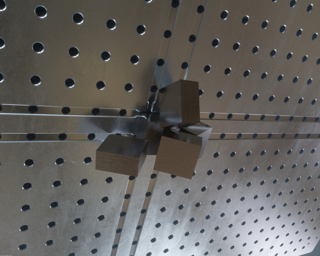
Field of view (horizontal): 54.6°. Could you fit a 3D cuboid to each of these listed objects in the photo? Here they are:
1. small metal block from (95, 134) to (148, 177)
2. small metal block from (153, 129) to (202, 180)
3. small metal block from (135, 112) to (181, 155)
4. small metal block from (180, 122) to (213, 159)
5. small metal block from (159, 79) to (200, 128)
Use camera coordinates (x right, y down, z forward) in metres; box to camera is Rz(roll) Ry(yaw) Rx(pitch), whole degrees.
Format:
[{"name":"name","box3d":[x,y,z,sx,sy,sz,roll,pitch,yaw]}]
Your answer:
[{"name":"small metal block","box3d":[-0.045,0.032,0.376,0.050,0.050,0.025,9,113,6]},{"name":"small metal block","box3d":[0.023,0.032,0.395,0.050,0.025,0.050,14,115,1]},{"name":"small metal block","box3d":[-0.003,0.009,0.414,0.050,0.025,0.050,2,117,-29]},{"name":"small metal block","box3d":[0.045,0.021,0.434,0.050,0.025,0.050,-22,134,-55]},{"name":"small metal block","box3d":[0.023,-0.027,0.377,0.025,0.050,0.050,3,81,-29]}]
